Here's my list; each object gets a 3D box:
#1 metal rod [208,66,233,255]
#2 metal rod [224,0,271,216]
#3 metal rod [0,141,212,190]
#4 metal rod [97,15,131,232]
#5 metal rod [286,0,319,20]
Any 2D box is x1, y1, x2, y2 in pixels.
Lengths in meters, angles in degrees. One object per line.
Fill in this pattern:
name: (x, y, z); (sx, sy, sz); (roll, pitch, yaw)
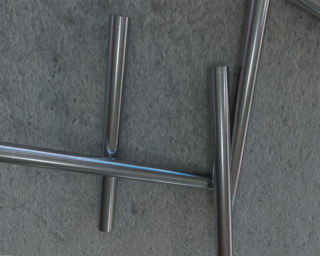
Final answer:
metal rod: (0.083, 0.069, 0.415); (0.025, 0.025, 0.298); (-4, 102, 1)
metal rod: (0.106, -0.013, 0.406); (0.025, 0.025, 0.298); (3, 110, -2)
metal rod: (-0.069, 0.050, 0.398); (0.302, 0.025, 0.025); (10, 110, -16)
metal rod: (-0.064, 0.008, 0.412); (0.025, 0.025, 0.298); (6, 110, -3)
metal rod: (0.136, -0.165, 0.350); (0.301, 0.025, 0.025); (25, 108, -10)
